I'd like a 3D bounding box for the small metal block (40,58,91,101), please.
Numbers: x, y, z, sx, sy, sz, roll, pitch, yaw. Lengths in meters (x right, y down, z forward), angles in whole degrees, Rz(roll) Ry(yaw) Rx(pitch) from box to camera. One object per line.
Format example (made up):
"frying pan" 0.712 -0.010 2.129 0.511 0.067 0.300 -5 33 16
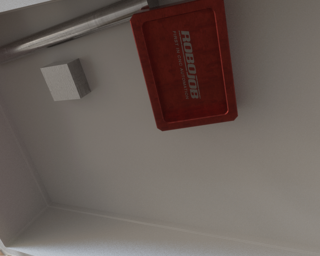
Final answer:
"small metal block" -0.132 -0.067 0.434 0.050 0.025 0.050 -2 118 28

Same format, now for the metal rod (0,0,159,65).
"metal rod" -0.136 -0.120 0.404 0.300 0.025 0.025 -6 115 30

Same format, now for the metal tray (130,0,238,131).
"metal tray" 0.029 -0.065 0.330 0.090 0.030 0.129 -9 116 10
